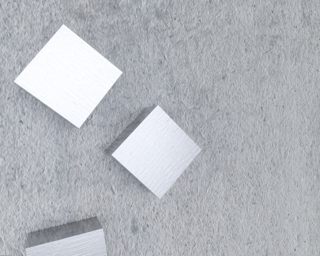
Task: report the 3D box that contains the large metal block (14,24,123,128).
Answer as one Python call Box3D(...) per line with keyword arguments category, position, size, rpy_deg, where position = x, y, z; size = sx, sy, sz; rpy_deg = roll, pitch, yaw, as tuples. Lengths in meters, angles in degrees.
Box3D(category="large metal block", position=(-0.104, -0.056, 0.357), size=(0.080, 0.050, 0.080), rpy_deg=(39, 78, -16))

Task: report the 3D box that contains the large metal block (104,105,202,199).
Box3D(category="large metal block", position=(-0.010, 0.029, 0.392), size=(0.080, 0.050, 0.080), rpy_deg=(45, 76, -15))

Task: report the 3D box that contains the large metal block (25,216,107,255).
Box3D(category="large metal block", position=(-0.104, 0.157, 0.358), size=(0.081, 0.050, 0.080), rpy_deg=(-9, 93, -20))
